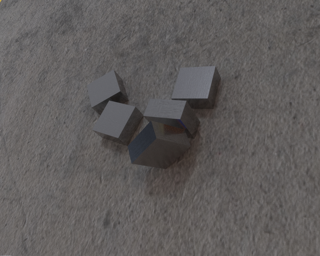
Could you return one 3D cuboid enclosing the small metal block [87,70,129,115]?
[{"bbox_3d":[-0.081,-0.055,0.478,0.050,0.025,0.050,-28,52,10],"label":"small metal block"}]

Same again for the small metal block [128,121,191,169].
[{"bbox_3d":[-0.001,0.021,0.363,0.050,0.050,0.025,-46,45,33],"label":"small metal block"}]

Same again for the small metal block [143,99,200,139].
[{"bbox_3d":[0.016,-0.011,0.385,0.050,0.050,0.025,6,65,30],"label":"small metal block"}]

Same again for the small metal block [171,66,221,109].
[{"bbox_3d":[0.048,-0.053,0.410,0.050,0.025,0.050,3,63,29],"label":"small metal block"}]

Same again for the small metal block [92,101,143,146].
[{"bbox_3d":[-0.059,-0.007,0.438,0.050,0.025,0.050,15,69,33],"label":"small metal block"}]
